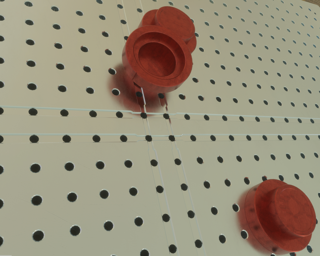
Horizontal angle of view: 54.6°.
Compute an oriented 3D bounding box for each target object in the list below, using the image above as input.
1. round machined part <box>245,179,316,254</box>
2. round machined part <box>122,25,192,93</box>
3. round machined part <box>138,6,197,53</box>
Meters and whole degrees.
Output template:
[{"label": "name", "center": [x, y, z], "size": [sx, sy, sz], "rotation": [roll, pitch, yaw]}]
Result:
[{"label": "round machined part", "center": [0.168, 0.115, 0.417], "size": [0.099, 0.042, 0.098], "rotation": [14, 56, -21]}, {"label": "round machined part", "center": [-0.007, -0.093, 0.443], "size": [0.099, 0.042, 0.098], "rotation": [8, 67, -19]}, {"label": "round machined part", "center": [0.017, -0.157, 0.502], "size": [0.099, 0.042, 0.098], "rotation": [14, 56, -21]}]
